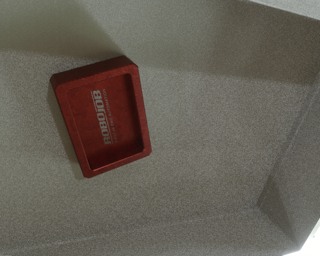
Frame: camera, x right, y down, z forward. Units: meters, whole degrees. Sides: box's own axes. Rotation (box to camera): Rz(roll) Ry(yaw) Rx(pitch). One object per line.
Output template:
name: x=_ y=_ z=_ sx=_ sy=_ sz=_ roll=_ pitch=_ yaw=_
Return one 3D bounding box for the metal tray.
metal tray: x=-0.064 y=-0.010 z=0.365 sx=0.091 sy=0.030 sz=0.129 roll=-20 pitch=126 yaw=-17
